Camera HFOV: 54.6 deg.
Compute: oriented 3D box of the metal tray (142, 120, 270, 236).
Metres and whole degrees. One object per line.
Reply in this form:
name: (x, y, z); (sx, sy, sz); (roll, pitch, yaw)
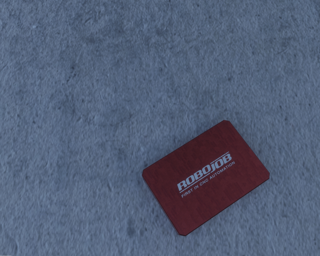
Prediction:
metal tray: (0.055, 0.060, 0.384); (0.131, 0.030, 0.090); (-31, 73, -11)
